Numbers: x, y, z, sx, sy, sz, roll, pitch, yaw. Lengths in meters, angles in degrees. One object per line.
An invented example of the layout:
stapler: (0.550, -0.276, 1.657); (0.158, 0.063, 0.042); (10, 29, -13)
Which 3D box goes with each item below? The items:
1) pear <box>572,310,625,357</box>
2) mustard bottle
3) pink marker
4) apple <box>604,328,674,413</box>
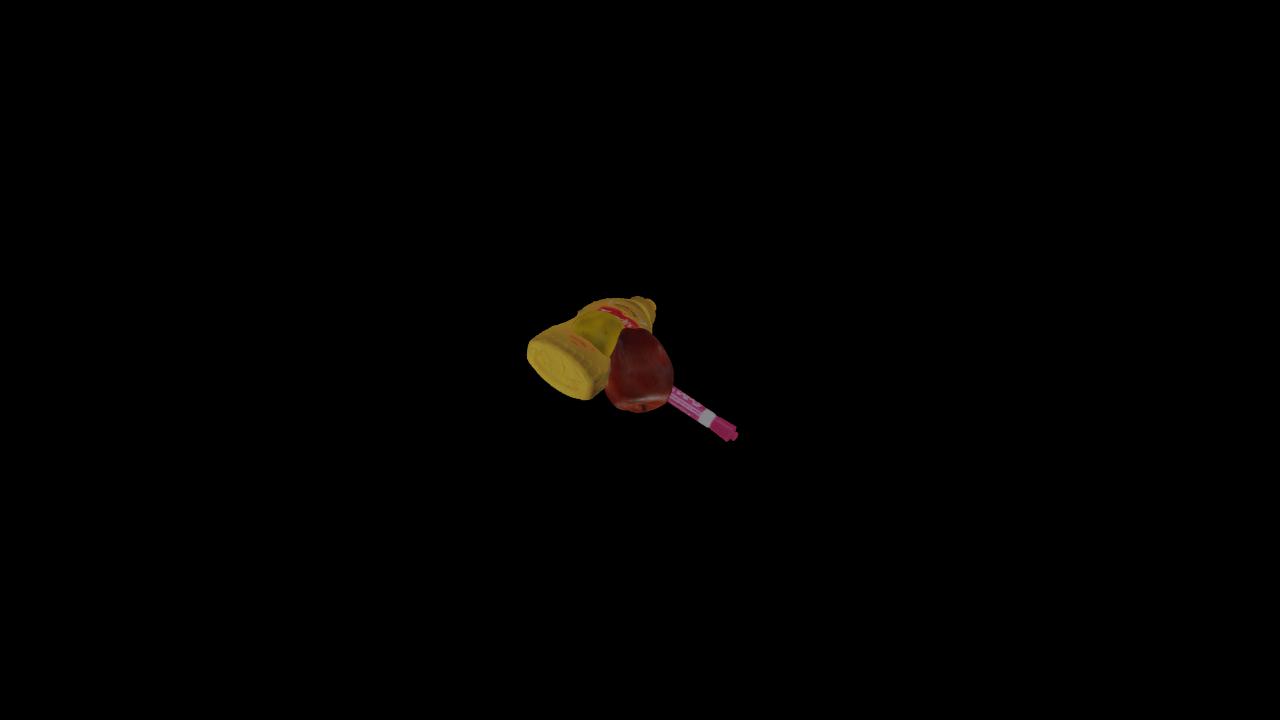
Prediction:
pear: (-0.041, -0.015, 0.694); (0.080, 0.080, 0.111); (0, 2, 18)
mustard bottle: (-0.036, -0.028, 0.696); (0.092, 0.054, 0.184); (28, 40, 21)
pink marker: (0.052, 0.048, 0.651); (0.121, 0.020, 0.020); (33, 14, 22)
apple: (-0.002, 0.013, 0.656); (0.079, 0.093, 0.079); (-10, -20, -4)
